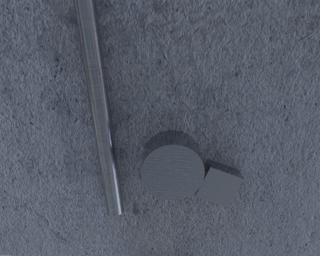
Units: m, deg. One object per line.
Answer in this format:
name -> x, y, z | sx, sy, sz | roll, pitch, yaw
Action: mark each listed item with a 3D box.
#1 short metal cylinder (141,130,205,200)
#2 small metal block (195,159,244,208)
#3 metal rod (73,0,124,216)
short metal cylinder -> 0.016, 0.049, 0.415 | 0.081, 0.050, 0.079 | 0, 110, 0
small metal block -> 0.082, 0.079, 0.439 | 0.050, 0.025, 0.050 | 20, 109, -8
metal rod -> -0.076, -0.018, 0.402 | 0.025, 0.025, 0.298 | -4, 110, 1
